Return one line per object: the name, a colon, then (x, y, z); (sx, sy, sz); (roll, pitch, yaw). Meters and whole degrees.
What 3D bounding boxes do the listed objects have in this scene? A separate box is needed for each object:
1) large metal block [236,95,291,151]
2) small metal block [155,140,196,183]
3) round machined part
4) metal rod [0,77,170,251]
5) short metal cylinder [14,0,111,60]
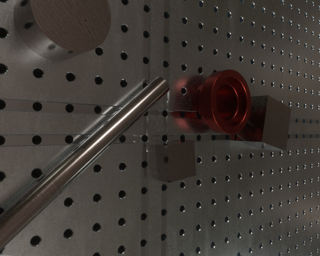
large metal block: (0.186, -0.007, 0.553); (0.080, 0.050, 0.080); (18, 79, -39)
small metal block: (0.023, 0.045, 0.430); (0.050, 0.025, 0.050); (-7, 95, -40)
round machined part: (0.096, -0.039, 0.481); (0.099, 0.042, 0.097); (0, 90, -40)
metal rod: (-0.088, 0.035, 0.336); (0.301, 0.025, 0.025); (-46, 118, -30)
short metal cylinder: (-0.097, -0.112, 0.312); (0.081, 0.050, 0.079); (0, 90, -40)
